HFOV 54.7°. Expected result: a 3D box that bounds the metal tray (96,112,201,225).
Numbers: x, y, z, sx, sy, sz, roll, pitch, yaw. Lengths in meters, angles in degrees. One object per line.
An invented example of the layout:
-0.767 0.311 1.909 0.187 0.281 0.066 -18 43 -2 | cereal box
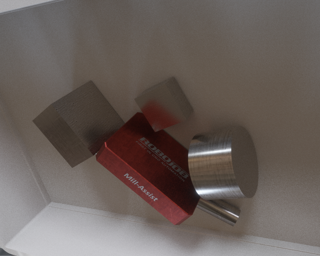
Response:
-0.004 0.047 0.394 0.130 0.090 0.030 40 128 1 | metal tray

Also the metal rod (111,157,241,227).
-0.027 0.061 0.457 0.301 0.025 0.025 25 127 12 | metal rod

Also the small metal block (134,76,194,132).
0.005 -0.029 0.384 0.050 0.025 0.050 -22 107 35 | small metal block

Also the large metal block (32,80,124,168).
-0.107 -0.007 0.421 0.050 0.080 0.080 -29 102 37 | large metal block

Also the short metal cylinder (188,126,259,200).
0.075 0.041 0.356 0.050 0.080 0.080 -12 113 34 | short metal cylinder
